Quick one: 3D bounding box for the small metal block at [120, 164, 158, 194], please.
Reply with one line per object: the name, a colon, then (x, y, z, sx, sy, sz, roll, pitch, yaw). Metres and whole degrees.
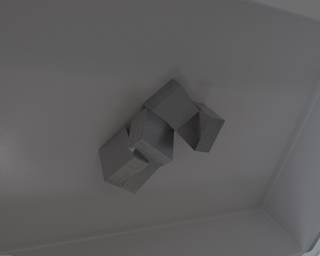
small metal block: (-0.034, 0.048, 0.404, 0.050, 0.050, 0.025, -48, 129, 6)

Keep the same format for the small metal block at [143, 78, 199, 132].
small metal block: (0.015, -0.027, 0.400, 0.050, 0.025, 0.050, -41, 129, -1)

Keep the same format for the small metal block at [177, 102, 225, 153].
small metal block: (0.054, -0.002, 0.421, 0.025, 0.050, 0.050, 10, 114, -33)

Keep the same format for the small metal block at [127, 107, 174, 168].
small metal block: (-0.010, 0.012, 0.372, 0.025, 0.050, 0.050, -29, 128, 32)

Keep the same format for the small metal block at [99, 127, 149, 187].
small metal block: (-0.046, 0.036, 0.382, 0.050, 0.050, 0.025, -40, 134, 18)
